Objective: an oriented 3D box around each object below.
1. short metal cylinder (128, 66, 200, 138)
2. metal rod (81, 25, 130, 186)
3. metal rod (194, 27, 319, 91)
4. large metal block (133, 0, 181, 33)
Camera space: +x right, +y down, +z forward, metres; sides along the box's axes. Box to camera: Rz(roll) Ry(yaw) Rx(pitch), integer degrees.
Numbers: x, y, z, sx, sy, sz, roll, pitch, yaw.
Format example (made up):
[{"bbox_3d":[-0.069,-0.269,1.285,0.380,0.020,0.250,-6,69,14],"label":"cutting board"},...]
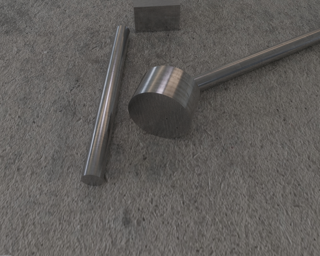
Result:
[{"bbox_3d":[0.006,-0.032,0.395,0.080,0.080,0.050,14,52,11],"label":"short metal cylinder"},{"bbox_3d":[-0.071,-0.055,0.448,0.025,0.025,0.300,2,50,1],"label":"metal rod"},{"bbox_3d":[0.159,-0.110,0.497,0.302,0.025,0.025,-24,54,-19],"label":"metal rod"},{"bbox_3d":[-0.009,-0.223,0.575,0.081,0.050,0.080,-5,50,-4],"label":"large metal block"}]
